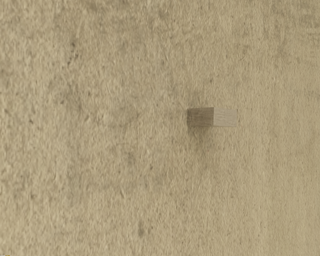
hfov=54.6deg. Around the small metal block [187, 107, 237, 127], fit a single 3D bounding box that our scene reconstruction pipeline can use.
[{"bbox_3d":[0.075,-0.015,0.450,0.050,0.050,0.025,3,88,-40],"label":"small metal block"}]
